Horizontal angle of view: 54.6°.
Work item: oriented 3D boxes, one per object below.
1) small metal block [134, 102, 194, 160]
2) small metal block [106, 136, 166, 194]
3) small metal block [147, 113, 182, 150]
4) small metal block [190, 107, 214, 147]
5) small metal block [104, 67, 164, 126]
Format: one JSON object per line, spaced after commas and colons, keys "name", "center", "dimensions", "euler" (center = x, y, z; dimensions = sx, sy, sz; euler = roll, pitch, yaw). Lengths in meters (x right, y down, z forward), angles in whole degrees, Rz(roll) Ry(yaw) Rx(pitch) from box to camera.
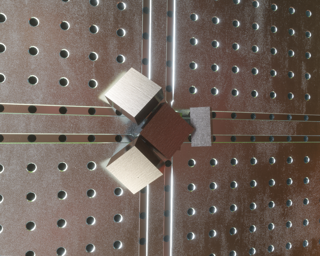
{"name": "small metal block", "center": [0.005, 0.004, 0.387], "dimensions": [0.050, 0.025, 0.050], "euler": [43, 76, -16]}
{"name": "small metal block", "center": [-0.030, 0.047, 0.388], "dimensions": [0.050, 0.025, 0.050], "euler": [-38, 105, 22]}
{"name": "small metal block", "center": [0.000, 0.004, 0.412], "dimensions": [0.050, 0.025, 0.050], "euler": [2, 92, -20]}
{"name": "small metal block", "center": [0.057, -0.002, 0.417], "dimensions": [0.025, 0.050, 0.050], "euler": [-2, 91, 13]}
{"name": "small metal block", "center": [-0.031, -0.040, 0.388], "dimensions": [0.050, 0.025, 0.050], "euler": [36, 75, 20]}
